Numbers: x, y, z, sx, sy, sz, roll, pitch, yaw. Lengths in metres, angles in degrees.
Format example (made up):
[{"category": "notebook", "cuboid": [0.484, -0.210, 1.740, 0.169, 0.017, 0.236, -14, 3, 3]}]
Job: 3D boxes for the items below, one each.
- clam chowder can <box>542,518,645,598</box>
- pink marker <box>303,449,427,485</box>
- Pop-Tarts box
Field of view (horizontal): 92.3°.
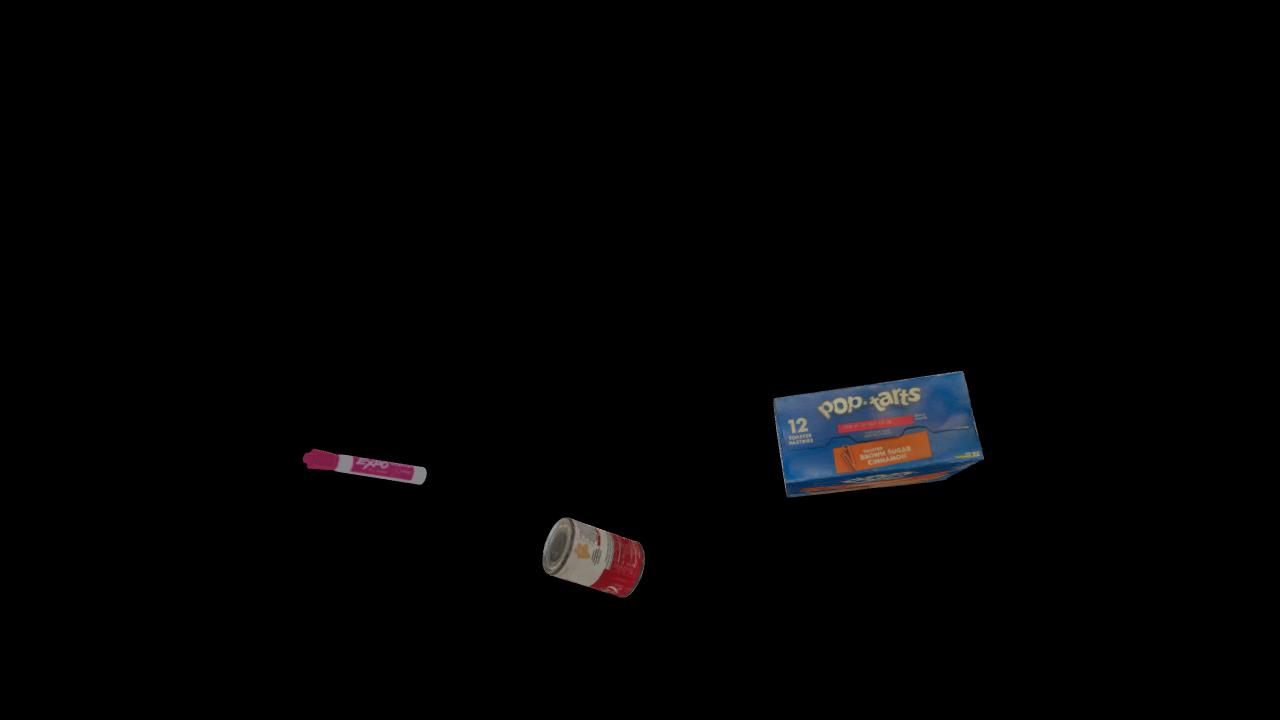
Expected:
[{"category": "clam chowder can", "cuboid": [-0.054, 0.231, 0.721, 0.102, 0.068, 0.068, 28, -13, -25]}, {"category": "pink marker", "cuboid": [-0.272, 0.107, 0.613, 0.020, 0.020, 0.121, 0, -16, 43]}, {"category": "Pop-Tarts box", "cuboid": [0.221, 0.080, 0.603, 0.167, 0.083, 0.141, -10, -20, 10]}]
